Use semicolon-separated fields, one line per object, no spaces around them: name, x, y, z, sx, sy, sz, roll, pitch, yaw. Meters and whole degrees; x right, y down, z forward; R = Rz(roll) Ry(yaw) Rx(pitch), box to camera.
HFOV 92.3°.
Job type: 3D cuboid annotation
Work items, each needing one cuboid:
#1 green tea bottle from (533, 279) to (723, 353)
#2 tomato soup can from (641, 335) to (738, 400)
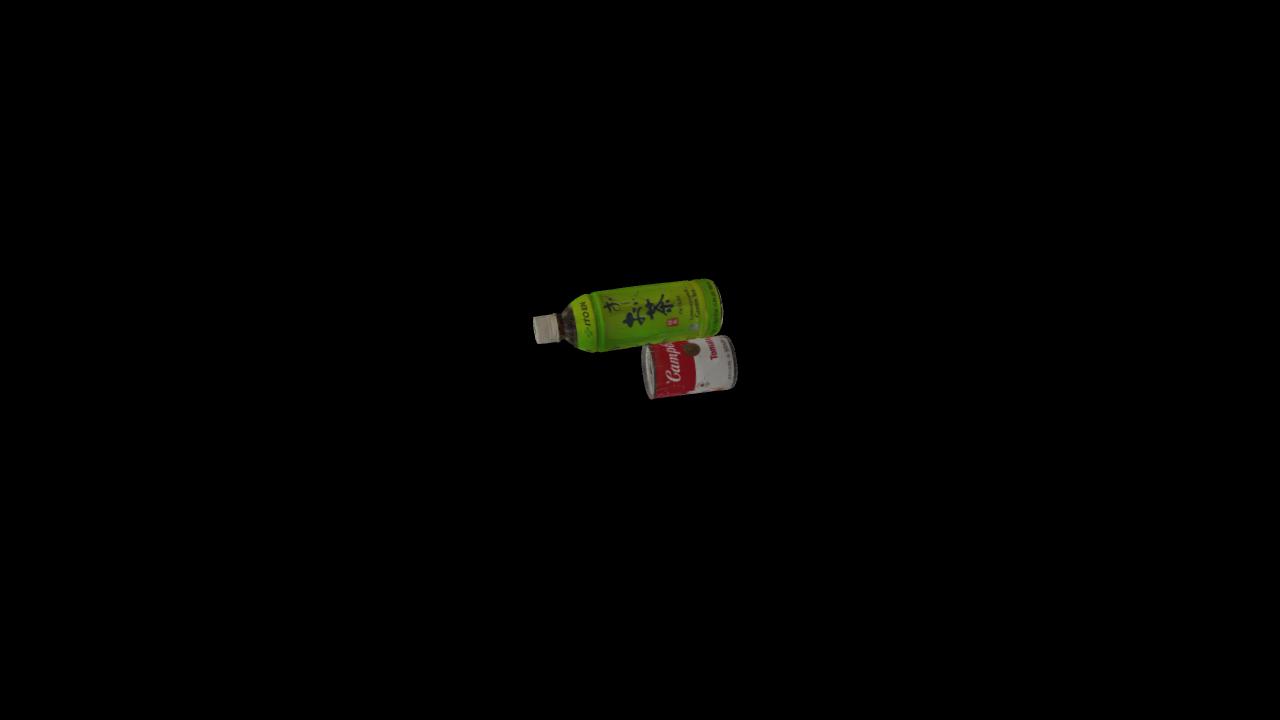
green tea bottle;-0.014;-0.048;0.700;0.212;0.073;0.073;-8;2;-13
tomato soup can;0.058;0.008;0.728;0.101;0.068;0.068;-6;1;-11
